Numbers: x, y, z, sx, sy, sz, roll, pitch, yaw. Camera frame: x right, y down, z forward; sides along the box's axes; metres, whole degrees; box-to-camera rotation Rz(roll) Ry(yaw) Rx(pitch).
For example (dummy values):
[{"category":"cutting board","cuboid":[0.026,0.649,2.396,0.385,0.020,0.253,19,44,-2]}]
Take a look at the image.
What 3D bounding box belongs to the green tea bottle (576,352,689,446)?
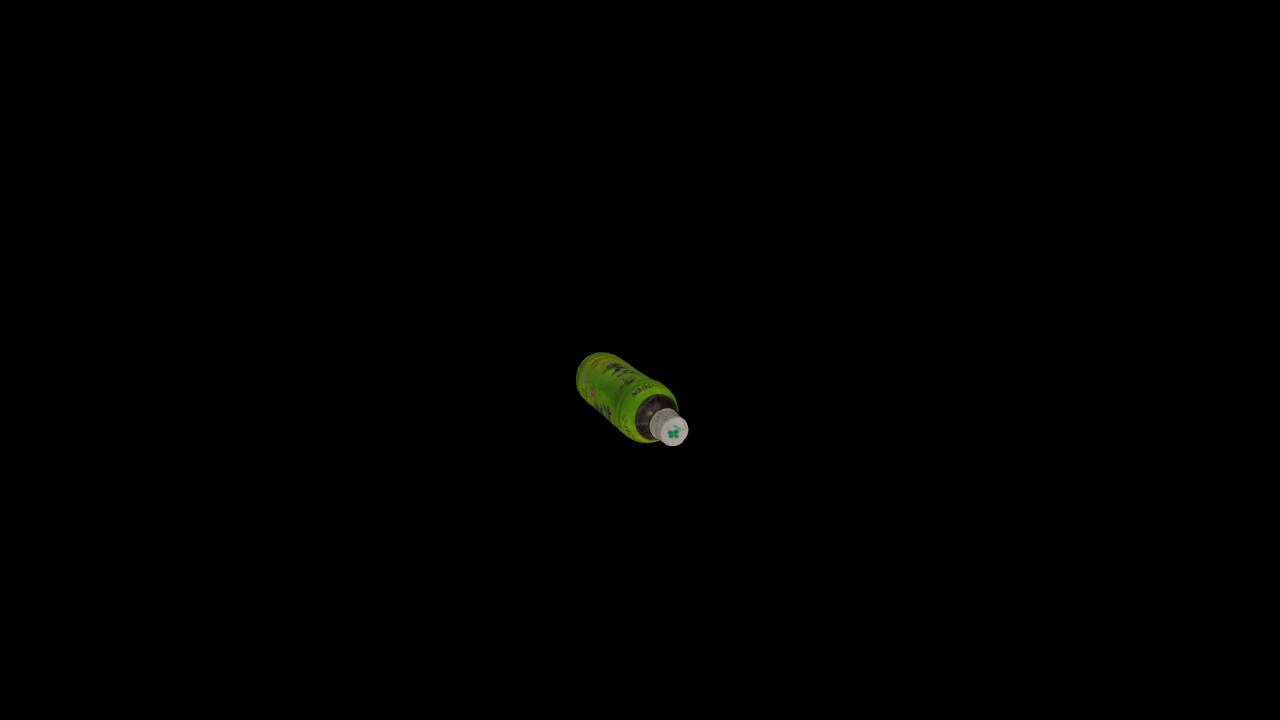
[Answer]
[{"category":"green tea bottle","cuboid":[-0.008,0.045,0.688,0.073,0.073,0.212,0,12,-27]}]
